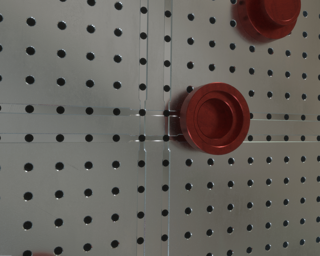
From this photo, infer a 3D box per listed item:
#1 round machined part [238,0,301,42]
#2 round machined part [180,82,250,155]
[{"bbox_3d":[0.172,-0.184,0.469,0.099,0.042,0.097,0,90,-21],"label":"round machined part"},{"bbox_3d":[0.072,-0.013,0.432,0.099,0.042,0.097,0,90,-21],"label":"round machined part"}]
